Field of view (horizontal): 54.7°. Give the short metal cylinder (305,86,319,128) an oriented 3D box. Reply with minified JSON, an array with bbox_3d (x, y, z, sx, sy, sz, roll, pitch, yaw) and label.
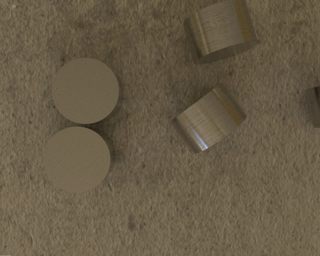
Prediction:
[{"bbox_3d":[0.229,-0.033,0.386,0.080,0.080,0.050,-12,90,0],"label":"short metal cylinder"}]

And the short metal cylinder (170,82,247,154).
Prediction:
[{"bbox_3d":[0.059,-0.012,0.383,0.080,0.080,0.050,-37,90,0],"label":"short metal cylinder"}]

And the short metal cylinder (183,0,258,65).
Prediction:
[{"bbox_3d":[0.074,-0.116,0.383,0.080,0.080,0.050,-16,90,0],"label":"short metal cylinder"}]

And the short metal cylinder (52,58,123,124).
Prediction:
[{"bbox_3d":[-0.090,-0.045,0.396,0.081,0.050,0.079,0,90,-1],"label":"short metal cylinder"}]

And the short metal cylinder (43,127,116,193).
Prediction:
[{"bbox_3d":[-0.100,0.038,0.396,0.081,0.050,0.079,0,90,-1],"label":"short metal cylinder"}]
